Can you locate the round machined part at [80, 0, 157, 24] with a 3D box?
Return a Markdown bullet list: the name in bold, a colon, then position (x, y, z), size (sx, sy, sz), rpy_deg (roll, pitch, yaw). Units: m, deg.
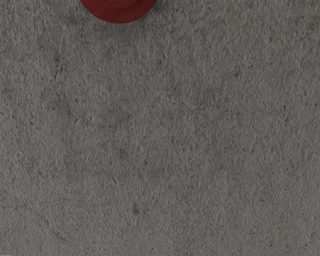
- **round machined part**: position (-0.047, -0.166, 0.339), size (0.099, 0.042, 0.097), rpy_deg (0, 110, 0)
